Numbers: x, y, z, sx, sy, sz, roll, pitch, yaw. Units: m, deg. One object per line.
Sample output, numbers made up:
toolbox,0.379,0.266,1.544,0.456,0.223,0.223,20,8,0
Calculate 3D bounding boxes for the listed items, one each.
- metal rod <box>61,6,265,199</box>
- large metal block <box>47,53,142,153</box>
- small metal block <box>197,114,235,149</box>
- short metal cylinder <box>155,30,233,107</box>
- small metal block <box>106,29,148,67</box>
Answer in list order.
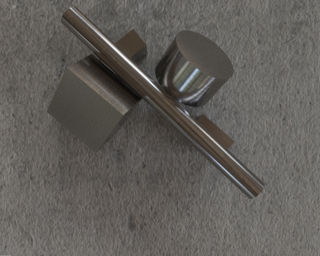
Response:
metal rod,0.004,-0.029,0.361,0.300,0.025,0.025,43,90,-1
large metal block,-0.080,-0.030,0.380,0.080,0.050,0.080,41,130,-1
small metal block,0.063,0.009,0.396,0.050,0.050,0.025,41,90,-1
short metal cylinder,0.041,-0.072,0.378,0.080,0.080,0.050,39,131,0
small metal block,-0.044,-0.095,0.398,0.050,0.050,0.025,-39,90,0
